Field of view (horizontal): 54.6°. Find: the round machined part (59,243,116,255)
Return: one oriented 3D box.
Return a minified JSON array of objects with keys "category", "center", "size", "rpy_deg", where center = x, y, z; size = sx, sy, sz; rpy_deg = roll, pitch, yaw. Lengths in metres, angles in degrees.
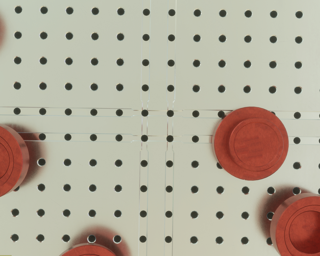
[{"category":"round machined part","center":[-0.095,0.198,0.394],"size":[0.099,0.042,0.098],"rpy_deg":[4,76,-16]}]

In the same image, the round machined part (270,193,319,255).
[{"category":"round machined part","center":[0.193,0.134,0.406],"size":[0.099,0.042,0.097],"rpy_deg":[0,90,0]}]

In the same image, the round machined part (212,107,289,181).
[{"category":"round machined part","center":[0.120,0.021,0.406],"size":[0.099,0.042,0.097],"rpy_deg":[0,90,0]}]

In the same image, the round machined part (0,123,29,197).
[{"category":"round machined part","center":[-0.219,0.041,0.404],"size":[0.099,0.042,0.097],"rpy_deg":[0,90,0]}]
